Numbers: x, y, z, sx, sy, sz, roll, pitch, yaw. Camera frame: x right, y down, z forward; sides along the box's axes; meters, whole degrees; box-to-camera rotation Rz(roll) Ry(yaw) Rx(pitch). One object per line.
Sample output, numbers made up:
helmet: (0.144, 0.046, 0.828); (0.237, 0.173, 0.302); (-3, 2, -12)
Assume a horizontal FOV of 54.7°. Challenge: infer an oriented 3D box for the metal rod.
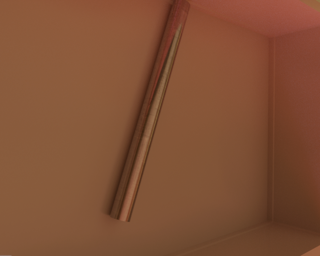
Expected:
metal rod: (-0.009, -0.032, 0.400); (0.025, 0.025, 0.299); (25, 74, -38)
